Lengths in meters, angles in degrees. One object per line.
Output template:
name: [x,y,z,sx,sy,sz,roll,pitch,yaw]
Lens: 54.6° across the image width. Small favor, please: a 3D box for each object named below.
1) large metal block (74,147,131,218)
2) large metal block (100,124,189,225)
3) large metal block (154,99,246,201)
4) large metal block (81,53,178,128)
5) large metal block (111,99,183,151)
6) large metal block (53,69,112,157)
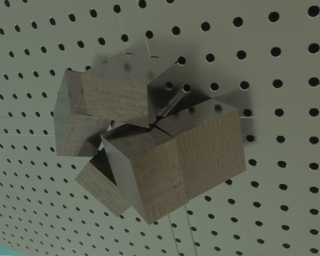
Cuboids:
large metal block: [-0.059,0.065,0.446,0.080,0.080,0.050,42,129,-2]
large metal block: [-0.018,0.044,0.343,0.080,0.050,0.080,28,137,56]
large metal block: [0.046,0.022,0.354,0.050,0.081,0.080,33,141,58]
large metal block: [-0.032,-0.048,0.364,0.080,0.080,0.050,13,124,21]
large metal block: [-0.011,0.009,0.407,0.080,0.050,0.080,1,119,28]
large metal block: [-0.106,-0.018,0.413,0.050,0.080,0.080,5,136,-29]
